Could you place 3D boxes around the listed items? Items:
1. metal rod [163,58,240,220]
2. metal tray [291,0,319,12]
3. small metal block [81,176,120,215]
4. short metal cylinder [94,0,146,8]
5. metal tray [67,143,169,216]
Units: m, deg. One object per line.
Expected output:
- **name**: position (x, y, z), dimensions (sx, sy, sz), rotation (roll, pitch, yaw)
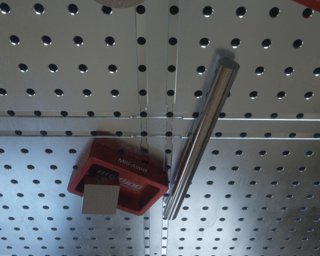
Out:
- **metal rod**: position (0.048, 0.038, 0.444), dimensions (0.025, 0.025, 0.298), rotation (9, 130, -8)
- **metal tray**: position (0.175, -0.158, 0.256), dimensions (0.091, 0.030, 0.129), rotation (16, 142, -13)
- **small metal block**: position (-0.089, 0.101, 0.465), dimensions (0.050, 0.025, 0.050), rotation (6, 108, -15)
- **short metal cylinder**: position (-0.035, -0.152, 0.266), dimensions (0.081, 0.050, 0.079), rotation (0, 130, 0)
- **metal tray**: position (-0.063, 0.084, 0.478), dimensions (0.131, 0.030, 0.090), rotation (25, 126, -20)
